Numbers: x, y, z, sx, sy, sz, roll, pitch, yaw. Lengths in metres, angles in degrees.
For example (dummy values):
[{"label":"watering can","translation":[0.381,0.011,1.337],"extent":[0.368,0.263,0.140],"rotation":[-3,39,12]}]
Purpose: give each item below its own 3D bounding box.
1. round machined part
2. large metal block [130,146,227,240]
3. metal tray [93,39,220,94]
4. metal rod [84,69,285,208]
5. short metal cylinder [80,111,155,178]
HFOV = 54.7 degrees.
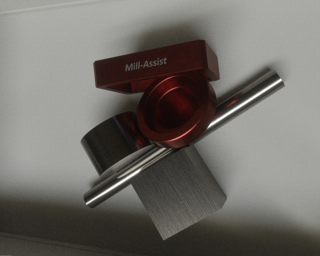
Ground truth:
[{"label":"round machined part","translation":[0.024,-0.020,0.376],"extent":[0.098,0.042,0.098],"rotation":[-17,57,28]},{"label":"large metal block","translation":[0.024,0.078,0.385],"extent":[0.080,0.050,0.080],"rotation":[-34,79,16]},{"label":"metal tray","translation":[-0.001,-0.068,0.373],"extent":[0.130,0.090,0.030],"rotation":[-7,88,19]},{"label":"metal rod","translation":[0.019,0.022,0.401],"extent":[0.300,0.025,0.025],"rotation":[-34,79,16]},{"label":"short metal cylinder","translation":[-0.053,0.022,0.397],"extent":[0.080,0.080,0.050],"rotation":[-35,79,16]}]
